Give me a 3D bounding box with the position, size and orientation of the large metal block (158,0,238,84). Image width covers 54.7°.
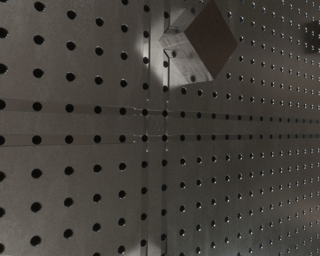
[{"bbox_3d":[0.057,-0.122,0.443,0.080,0.050,0.080,51,60,-28],"label":"large metal block"}]

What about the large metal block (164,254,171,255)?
[{"bbox_3d":[0.006,0.228,0.401,0.081,0.050,0.080,-25,106,-38],"label":"large metal block"}]
